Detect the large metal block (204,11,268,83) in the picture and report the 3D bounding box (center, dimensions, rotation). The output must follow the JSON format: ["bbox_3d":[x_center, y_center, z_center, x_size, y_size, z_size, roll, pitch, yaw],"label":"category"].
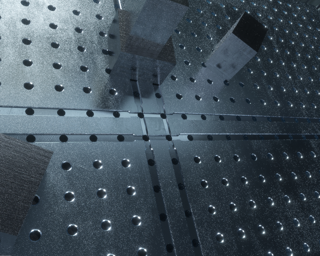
[{"bbox_3d":[0.130,-0.138,0.530,0.050,0.080,0.080,37,51,-4],"label":"large metal block"}]

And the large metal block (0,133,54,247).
[{"bbox_3d":[-0.154,0.051,0.278,0.080,0.050,0.080,23,53,-15],"label":"large metal block"}]

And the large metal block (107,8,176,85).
[{"bbox_3d":[-0.029,-0.116,0.449,0.081,0.050,0.080,7,59,-25],"label":"large metal block"}]

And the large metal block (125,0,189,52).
[{"bbox_3d":[-0.008,-0.162,0.405,0.050,0.080,0.080,10,58,-24],"label":"large metal block"}]
